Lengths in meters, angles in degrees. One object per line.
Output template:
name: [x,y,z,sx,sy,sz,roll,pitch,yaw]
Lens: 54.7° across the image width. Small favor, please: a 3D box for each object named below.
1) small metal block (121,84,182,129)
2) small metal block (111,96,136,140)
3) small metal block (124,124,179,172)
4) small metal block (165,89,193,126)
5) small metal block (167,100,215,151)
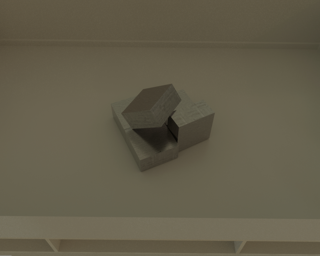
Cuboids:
small metal block: [-0.010,-0.026,0.376,0.050,0.025,0.050,-4,39,44]
small metal block: [-0.032,-0.015,0.415,0.050,0.025,0.050,-20,53,-16]
small metal block: [-0.011,0.020,0.386,0.050,0.025,0.050,-20,53,-16]
small metal block: [0.020,-0.021,0.421,0.050,0.025,0.050,-20,53,-16]
small metal block: [0.037,-0.002,0.389,0.050,0.050,0.025,-22,54,-19]
